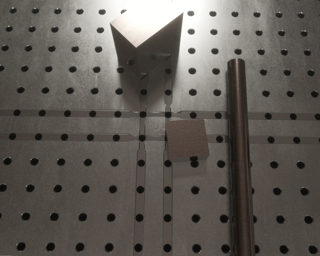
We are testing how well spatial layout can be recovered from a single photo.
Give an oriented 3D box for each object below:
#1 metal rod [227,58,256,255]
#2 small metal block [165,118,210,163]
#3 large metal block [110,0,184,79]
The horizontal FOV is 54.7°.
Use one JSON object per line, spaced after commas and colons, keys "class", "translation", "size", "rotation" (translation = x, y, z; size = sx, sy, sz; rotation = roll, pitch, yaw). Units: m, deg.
{"class": "metal rod", "translation": [0.103, 0.047, 0.395], "size": [0.025, 0.025, 0.299], "rotation": [3, 70, 1]}
{"class": "small metal block", "translation": [0.035, 0.017, 0.406], "size": [0.050, 0.025, 0.050], "rotation": [-5, 70, -2]}
{"class": "large metal block", "translation": [-0.017, -0.127, 0.429], "size": [0.080, 0.080, 0.050], "rotation": [-41, 75, -14]}
